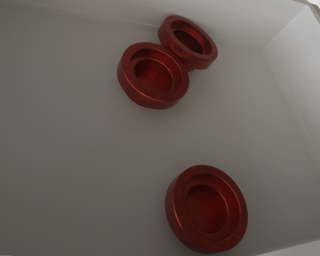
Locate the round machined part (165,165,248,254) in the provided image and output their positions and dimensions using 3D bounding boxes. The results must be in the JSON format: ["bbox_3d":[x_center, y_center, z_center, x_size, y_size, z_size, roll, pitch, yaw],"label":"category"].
[{"bbox_3d":[0.050,0.096,0.363,0.099,0.042,0.098,14,56,-21],"label":"round machined part"}]

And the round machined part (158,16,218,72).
[{"bbox_3d":[0.039,-0.126,0.485,0.099,0.042,0.098,21,44,-22],"label":"round machined part"}]

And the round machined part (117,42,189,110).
[{"bbox_3d":[-0.012,-0.067,0.428,0.099,0.042,0.098,13,57,-21],"label":"round machined part"}]
